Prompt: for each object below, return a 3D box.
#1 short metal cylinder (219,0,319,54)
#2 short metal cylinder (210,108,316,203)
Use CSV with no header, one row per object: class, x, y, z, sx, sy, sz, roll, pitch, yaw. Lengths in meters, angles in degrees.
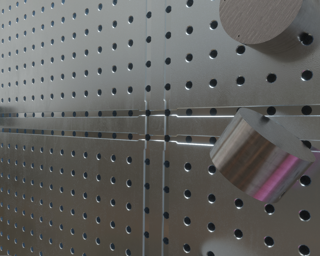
short metal cylinder,0.106,-0.118,0.304,0.080,0.050,0.079,0,90,39
short metal cylinder,0.095,0.024,0.294,0.080,0.081,0.050,45,117,30
